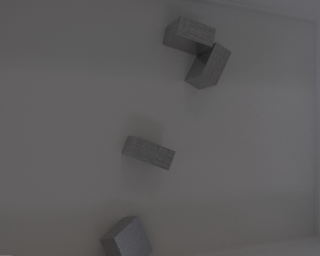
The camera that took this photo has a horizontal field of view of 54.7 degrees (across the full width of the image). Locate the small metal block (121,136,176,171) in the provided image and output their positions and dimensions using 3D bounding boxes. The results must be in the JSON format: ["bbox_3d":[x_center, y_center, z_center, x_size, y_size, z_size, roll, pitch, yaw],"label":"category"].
[{"bbox_3d":[-0.016,0.031,0.391,0.050,0.050,0.025,23,83,-19],"label":"small metal block"}]

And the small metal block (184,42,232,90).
[{"bbox_3d":[0.064,-0.083,0.420,0.025,0.050,0.050,29,81,-18],"label":"small metal block"}]

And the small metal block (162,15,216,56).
[{"bbox_3d":[0.038,-0.121,0.411,0.050,0.050,0.025,14,86,-20],"label":"small metal block"}]

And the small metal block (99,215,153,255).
[{"bbox_3d":[-0.040,0.144,0.381,0.050,0.025,0.050,-30,100,-56],"label":"small metal block"}]
